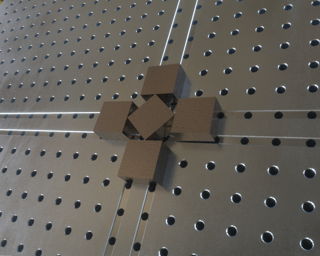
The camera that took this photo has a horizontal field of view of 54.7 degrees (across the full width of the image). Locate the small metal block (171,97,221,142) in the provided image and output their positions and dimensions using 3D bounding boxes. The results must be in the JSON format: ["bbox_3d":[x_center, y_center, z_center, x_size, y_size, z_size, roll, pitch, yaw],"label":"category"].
[{"bbox_3d":[0.046,-0.010,0.389,0.050,0.025,0.050,0,62,27],"label":"small metal block"}]

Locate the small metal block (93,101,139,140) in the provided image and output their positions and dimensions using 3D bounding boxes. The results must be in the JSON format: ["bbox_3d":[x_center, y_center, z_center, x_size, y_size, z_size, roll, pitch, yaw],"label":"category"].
[{"bbox_3d":[-0.061,-0.011,0.445,0.050,0.025,0.050,2,62,28],"label":"small metal block"}]

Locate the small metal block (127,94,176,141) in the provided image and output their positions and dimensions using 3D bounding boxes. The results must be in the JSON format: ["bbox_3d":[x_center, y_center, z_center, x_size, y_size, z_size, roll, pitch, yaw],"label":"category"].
[{"bbox_3d":[-0.008,-0.010,0.417,0.050,0.025,0.050,-41,51,0],"label":"small metal block"}]

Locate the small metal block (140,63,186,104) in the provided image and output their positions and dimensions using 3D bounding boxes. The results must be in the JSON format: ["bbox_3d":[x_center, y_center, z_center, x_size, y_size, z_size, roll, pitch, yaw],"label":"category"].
[{"bbox_3d":[0.005,-0.062,0.442,0.050,0.025,0.050,0,61,27],"label":"small metal block"}]

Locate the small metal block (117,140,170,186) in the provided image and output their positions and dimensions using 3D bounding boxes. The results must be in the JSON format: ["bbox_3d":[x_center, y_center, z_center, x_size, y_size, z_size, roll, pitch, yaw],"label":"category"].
[{"bbox_3d":[-0.020,0.043,0.391,0.050,0.025,0.050,1,62,28],"label":"small metal block"}]
